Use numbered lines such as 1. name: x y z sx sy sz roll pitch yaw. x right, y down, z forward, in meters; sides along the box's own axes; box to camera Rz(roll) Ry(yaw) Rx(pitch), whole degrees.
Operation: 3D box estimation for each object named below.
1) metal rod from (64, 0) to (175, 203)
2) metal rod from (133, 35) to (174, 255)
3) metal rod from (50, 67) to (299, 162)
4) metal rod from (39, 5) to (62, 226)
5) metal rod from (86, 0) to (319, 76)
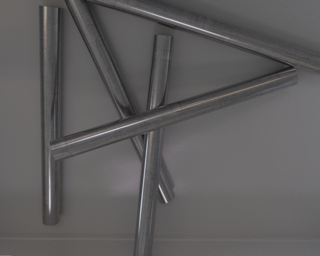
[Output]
1. metal rod: -0.046 -0.029 0.400 0.025 0.025 0.299 -21 109 7
2. metal rod: -0.010 0.036 0.398 0.025 0.025 0.298 5 100 -2
3. metal rod: 0.024 -0.020 0.367 0.302 0.025 0.025 -18 110 -8
4. metal rod: -0.144 -0.001 0.409 0.025 0.025 0.298 6 110 -3
5. metal rod: 0.066 -0.114 0.365 0.302 0.025 0.025 15 109 -8
